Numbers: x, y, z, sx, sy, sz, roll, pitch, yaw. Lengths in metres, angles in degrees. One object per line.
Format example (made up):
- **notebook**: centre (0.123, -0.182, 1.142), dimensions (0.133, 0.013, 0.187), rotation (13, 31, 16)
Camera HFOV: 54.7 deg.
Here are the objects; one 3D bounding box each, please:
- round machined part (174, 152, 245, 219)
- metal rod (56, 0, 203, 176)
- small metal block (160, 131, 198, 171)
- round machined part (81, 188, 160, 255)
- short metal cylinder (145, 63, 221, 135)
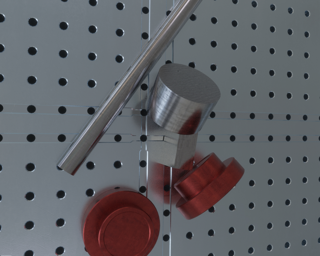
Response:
- **round machined part**: centre (0.057, 0.068, 0.398), dimensions (0.098, 0.098, 0.042), rotation (-39, 85, -16)
- **metal rod**: centre (-0.030, -0.070, 0.401), dimensions (0.025, 0.025, 0.300), rotation (38, 78, -16)
- **small metal block**: centre (0.024, 0.027, 0.409), dimensions (0.025, 0.050, 0.050), rotation (11, 87, -20)
- **round machined part**: centre (-0.046, 0.128, 0.387), dimensions (0.099, 0.042, 0.097), rotation (0, 90, -20)
- **short metal cylinder**: centre (0.028, -0.037, 0.387), dimensions (0.081, 0.080, 0.050), rotation (10, 130, -20)
